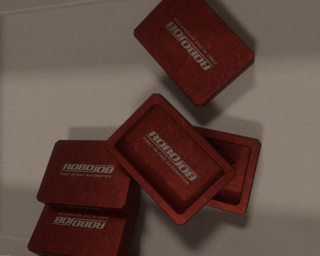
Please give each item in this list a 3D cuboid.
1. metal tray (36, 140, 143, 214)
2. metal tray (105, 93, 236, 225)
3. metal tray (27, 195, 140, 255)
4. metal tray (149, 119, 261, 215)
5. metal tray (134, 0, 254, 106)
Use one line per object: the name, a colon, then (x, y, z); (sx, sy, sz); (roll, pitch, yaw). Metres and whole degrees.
metal tray: (-0.091, 0.063, 0.417); (0.130, 0.030, 0.090); (0, 61, 19)
metal tray: (0.011, 0.035, 0.363); (0.090, 0.030, 0.130); (-45, 83, 6)
metal tray: (-0.100, 0.130, 0.416); (0.130, 0.030, 0.090); (-1, 53, 19)
metal tray: (0.052, 0.045, 0.389); (0.130, 0.030, 0.089); (12, 94, 19)
metal tray: (0.041, -0.102, 0.387); (0.090, 0.030, 0.130); (-42, 82, 16)
